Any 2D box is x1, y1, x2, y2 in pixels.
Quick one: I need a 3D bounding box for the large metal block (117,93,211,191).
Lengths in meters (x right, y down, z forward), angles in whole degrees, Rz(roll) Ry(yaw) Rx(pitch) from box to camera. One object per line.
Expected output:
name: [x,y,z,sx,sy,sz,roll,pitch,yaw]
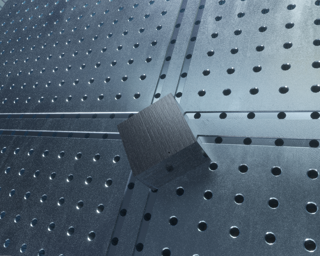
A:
large metal block: [0.003,0.017,0.381,0.080,0.050,0.080,-31,52,8]
